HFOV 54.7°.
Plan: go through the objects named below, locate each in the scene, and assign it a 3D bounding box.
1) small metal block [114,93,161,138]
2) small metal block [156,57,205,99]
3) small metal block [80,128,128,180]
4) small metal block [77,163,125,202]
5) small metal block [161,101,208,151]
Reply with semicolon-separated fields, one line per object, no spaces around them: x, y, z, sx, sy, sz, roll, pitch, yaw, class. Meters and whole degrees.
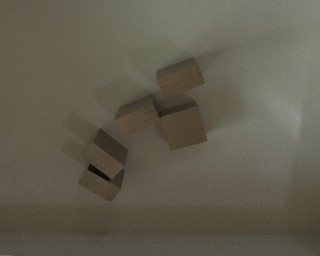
-0.027;-0.017;0.391;0.050;0.050;0.025;-23;109;8;small metal block
0.024;-0.062;0.376;0.050;0.050;0.025;-20;109;7;small metal block
-0.072;0.033;0.409;0.050;0.050;0.025;40;105;-14;small metal block
-0.078;0.066;0.421;0.050;0.050;0.025;33;107;-12;small metal block
0.031;-0.003;0.411;0.050;0.025;0.050;-16;110;5;small metal block
